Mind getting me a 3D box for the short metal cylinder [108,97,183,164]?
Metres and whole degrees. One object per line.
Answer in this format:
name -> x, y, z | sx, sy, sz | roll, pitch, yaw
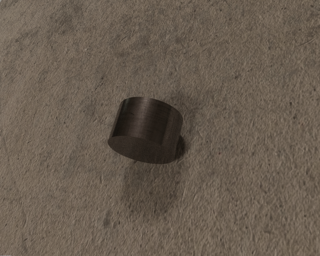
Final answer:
short metal cylinder -> -0.016, 0.005, 0.373 | 0.080, 0.080, 0.050 | 0, 62, 28
